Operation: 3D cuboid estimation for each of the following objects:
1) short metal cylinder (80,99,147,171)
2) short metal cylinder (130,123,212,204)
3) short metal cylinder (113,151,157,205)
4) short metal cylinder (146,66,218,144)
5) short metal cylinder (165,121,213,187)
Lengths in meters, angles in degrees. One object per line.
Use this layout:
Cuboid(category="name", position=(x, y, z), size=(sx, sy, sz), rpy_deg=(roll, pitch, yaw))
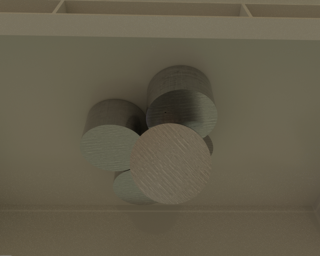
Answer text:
Cuboid(category="short metal cylinder", position=(-0.057, 0.010, 0.398), size=(0.081, 0.050, 0.079), rpy_deg=(0, 130, 0))
Cuboid(category="short metal cylinder", position=(0.013, 0.035, 0.328), size=(0.080, 0.050, 0.079), rpy_deg=(0, 90, 6))
Cuboid(category="short metal cylinder", position=(-0.025, 0.067, 0.446), size=(0.081, 0.050, 0.079), rpy_deg=(0, 130, 0))
Cuboid(category="short metal cylinder", position=(0.024, -0.026, 0.368), size=(0.081, 0.050, 0.079), rpy_deg=(0, 130, 0))
Cuboid(category="short metal cylinder", position=(0.022, 0.033, 0.400), size=(0.081, 0.080, 0.050), rpy_deg=(10, 129, -9))
